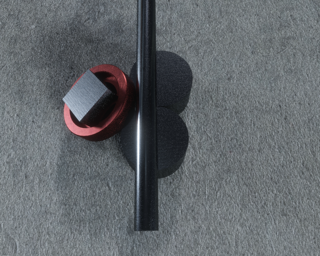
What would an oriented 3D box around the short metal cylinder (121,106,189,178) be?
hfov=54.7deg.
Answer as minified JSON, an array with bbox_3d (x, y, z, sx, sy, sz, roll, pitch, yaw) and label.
[{"bbox_3d":[-0.006,0.019,0.388,0.081,0.050,0.080,0,69,0],"label":"short metal cylinder"}]

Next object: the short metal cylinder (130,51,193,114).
[{"bbox_3d":[0.001,-0.056,0.417,0.081,0.050,0.080,0,70,0],"label":"short metal cylinder"}]

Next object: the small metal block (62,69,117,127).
[{"bbox_3d":[-0.084,-0.036,0.379,0.050,0.025,0.050,-48,54,4],"label":"small metal block"}]

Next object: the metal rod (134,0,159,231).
[{"bbox_3d":[-0.016,-0.035,0.369,0.025,0.025,0.299,-1,70,0],"label":"metal rod"}]

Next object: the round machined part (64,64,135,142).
[{"bbox_3d":[-0.071,-0.028,0.396,0.098,0.042,0.098,-12,64,26],"label":"round machined part"}]
